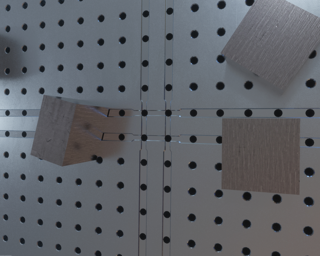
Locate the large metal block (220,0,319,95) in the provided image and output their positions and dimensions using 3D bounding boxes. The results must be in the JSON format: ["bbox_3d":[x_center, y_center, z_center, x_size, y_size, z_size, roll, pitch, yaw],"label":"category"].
[{"bbox_3d":[0.129,-0.095,0.354,0.080,0.050,0.080,36,101,16],"label":"large metal block"}]

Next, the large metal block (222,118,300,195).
[{"bbox_3d":[0.116,0.029,0.358,0.080,0.050,0.079,1,90,19],"label":"large metal block"}]

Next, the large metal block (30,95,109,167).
[{"bbox_3d":[-0.120,0.002,0.424,0.050,0.080,0.079,16,95,19],"label":"large metal block"}]
